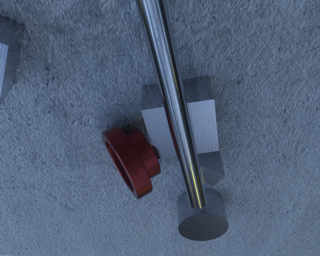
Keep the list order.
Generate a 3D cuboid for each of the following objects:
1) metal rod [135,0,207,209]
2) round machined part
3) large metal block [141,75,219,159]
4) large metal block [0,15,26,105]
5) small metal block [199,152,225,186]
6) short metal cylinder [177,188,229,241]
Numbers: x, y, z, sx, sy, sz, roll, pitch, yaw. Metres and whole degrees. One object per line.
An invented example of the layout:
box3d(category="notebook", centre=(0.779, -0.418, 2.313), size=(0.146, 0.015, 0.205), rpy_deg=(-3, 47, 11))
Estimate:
box3d(category="metal rod", centre=(0.020, -0.010, 0.333), size=(0.025, 0.025, 0.298), rpy_deg=(-10, 130, 8))
box3d(category="round machined part", centre=(-0.034, 0.040, 0.401), size=(0.042, 0.098, 0.097), rpy_deg=(-28, 131, -15))
box3d(category="large metal block", centre=(0.026, -0.012, 0.381), size=(0.080, 0.050, 0.080), rpy_deg=(-8, 130, 6))
box3d(category="large metal block", centre=(-0.196, -0.078, 0.321), size=(0.081, 0.050, 0.079), rpy_deg=(19, 127, -16))
box3d(category="small metal block", centre=(0.059, 0.047, 0.432), size=(0.050, 0.050, 0.025), rpy_deg=(22, 127, -18))
box3d(category="short metal cylinder", centre=(0.069, 0.144, 0.515), size=(0.081, 0.050, 0.079), rpy_deg=(0, 130, 0))
